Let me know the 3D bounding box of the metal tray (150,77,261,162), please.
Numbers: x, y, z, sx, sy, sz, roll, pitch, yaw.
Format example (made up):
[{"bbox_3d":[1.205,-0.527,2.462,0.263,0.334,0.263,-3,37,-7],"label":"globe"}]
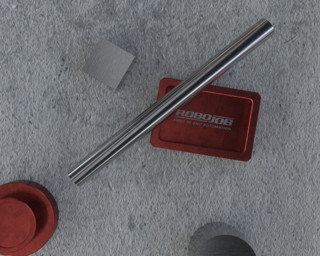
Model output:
[{"bbox_3d":[0.058,-0.011,0.408,0.131,0.030,0.089,9,90,-1],"label":"metal tray"}]

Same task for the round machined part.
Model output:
[{"bbox_3d":[-0.186,0.119,0.399,0.099,0.042,0.097,0,90,-1],"label":"round machined part"}]

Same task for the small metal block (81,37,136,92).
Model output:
[{"bbox_3d":[-0.066,-0.083,0.409,0.050,0.025,0.050,30,90,-1],"label":"small metal block"}]

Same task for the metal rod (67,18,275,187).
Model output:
[{"bbox_3d":[0.014,-0.031,0.379,0.300,0.025,0.025,-38,90,0],"label":"metal rod"}]

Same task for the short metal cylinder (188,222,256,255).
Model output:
[{"bbox_3d":[0.078,0.169,0.399,0.081,0.050,0.079,0,90,-1],"label":"short metal cylinder"}]
